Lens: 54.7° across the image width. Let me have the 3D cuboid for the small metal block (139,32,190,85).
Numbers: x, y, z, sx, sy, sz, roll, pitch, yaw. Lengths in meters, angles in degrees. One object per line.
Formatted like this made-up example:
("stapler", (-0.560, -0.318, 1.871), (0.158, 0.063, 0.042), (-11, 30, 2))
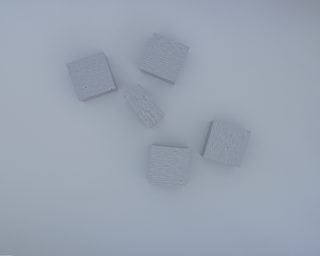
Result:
("small metal block", (0.006, -0.091, 0.411), (0.050, 0.025, 0.050), (22, 90, -1))

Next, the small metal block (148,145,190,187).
("small metal block", (0.012, 0.049, 0.412), (0.050, 0.025, 0.050), (5, 90, -1))

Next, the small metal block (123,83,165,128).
("small metal block", (-0.019, -0.027, 0.399), (0.025, 0.050, 0.050), (-38, 91, 0))

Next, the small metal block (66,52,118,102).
("small metal block", (-0.089, -0.067, 0.410), (0.050, 0.025, 0.050), (-19, 90, -1))

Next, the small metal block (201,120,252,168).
("small metal block", (0.087, 0.021, 0.413), (0.050, 0.025, 0.050), (16, 90, -1))
